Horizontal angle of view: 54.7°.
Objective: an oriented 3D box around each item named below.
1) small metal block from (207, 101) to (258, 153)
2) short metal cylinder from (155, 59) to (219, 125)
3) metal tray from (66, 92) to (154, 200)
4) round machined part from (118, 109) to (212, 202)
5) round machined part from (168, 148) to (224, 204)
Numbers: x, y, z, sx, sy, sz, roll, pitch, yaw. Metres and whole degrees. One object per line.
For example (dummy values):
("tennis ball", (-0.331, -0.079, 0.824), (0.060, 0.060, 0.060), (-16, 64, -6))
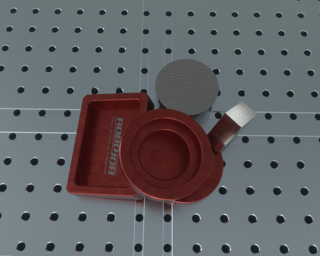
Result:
("small metal block", (0.089, -0.001, 0.390), (0.025, 0.050, 0.050), (45, 41, 14))
("short metal cylinder", (0.034, -0.045, 0.415), (0.081, 0.050, 0.080), (0, 70, 0))
("metal tray", (-0.059, 0.021, 0.389), (0.090, 0.030, 0.130), (-1, 69, 15))
("round machined part", (0.003, 0.031, 0.341), (0.099, 0.042, 0.098), (3, 71, -10))
("round machined part", (0.030, 0.044, 0.386), (0.099, 0.042, 0.098), (0, 70, -1))
